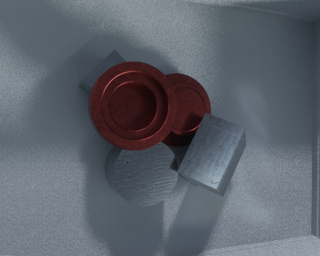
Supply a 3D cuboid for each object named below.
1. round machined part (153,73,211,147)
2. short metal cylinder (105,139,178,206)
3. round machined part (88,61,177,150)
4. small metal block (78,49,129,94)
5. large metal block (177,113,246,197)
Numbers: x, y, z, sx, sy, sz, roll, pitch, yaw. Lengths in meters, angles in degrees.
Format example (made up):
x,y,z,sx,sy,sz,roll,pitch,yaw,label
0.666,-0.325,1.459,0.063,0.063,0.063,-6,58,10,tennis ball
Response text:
x,y,z,sx,sy,sz,roll,pitch,yaw,label
0.025,-0.024,0.408,0.099,0.042,0.097,0,90,-21,round machined part
-0.024,0.052,0.388,0.081,0.050,0.079,0,90,-21,short metal cylinder
-0.033,-0.024,0.357,0.099,0.042,0.097,0,90,-21,round machined part
-0.068,-0.063,0.370,0.025,0.050,0.050,46,76,-15,small metal block
0.071,0.038,0.400,0.050,0.080,0.080,23,79,22,large metal block
